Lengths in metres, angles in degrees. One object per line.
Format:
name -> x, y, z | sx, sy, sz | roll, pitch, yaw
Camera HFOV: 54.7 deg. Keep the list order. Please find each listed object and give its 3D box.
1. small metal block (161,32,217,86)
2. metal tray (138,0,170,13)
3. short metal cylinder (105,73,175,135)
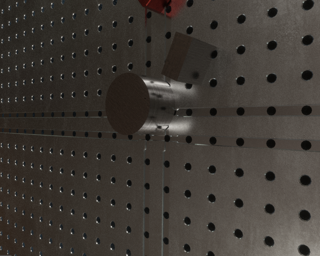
small metal block -> 0.034, -0.080, 0.363 | 0.025, 0.050, 0.050 | 32, 110, 35
metal tray -> -0.015, -0.233, 0.416 | 0.090, 0.030, 0.130 | -45, 63, 30
short metal cylinder -> -0.027, -0.031, 0.413 | 0.080, 0.050, 0.079 | 0, 90, 39
